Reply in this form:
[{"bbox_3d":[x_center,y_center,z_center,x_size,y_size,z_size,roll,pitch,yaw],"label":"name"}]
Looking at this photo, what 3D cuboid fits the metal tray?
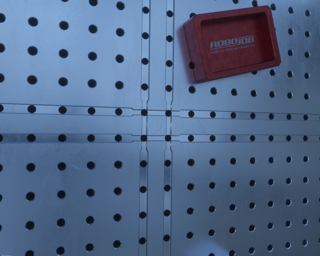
[{"bbox_3d":[0.107,-0.122,0.448,0.131,0.030,0.089,-15,95,-20],"label":"metal tray"}]
